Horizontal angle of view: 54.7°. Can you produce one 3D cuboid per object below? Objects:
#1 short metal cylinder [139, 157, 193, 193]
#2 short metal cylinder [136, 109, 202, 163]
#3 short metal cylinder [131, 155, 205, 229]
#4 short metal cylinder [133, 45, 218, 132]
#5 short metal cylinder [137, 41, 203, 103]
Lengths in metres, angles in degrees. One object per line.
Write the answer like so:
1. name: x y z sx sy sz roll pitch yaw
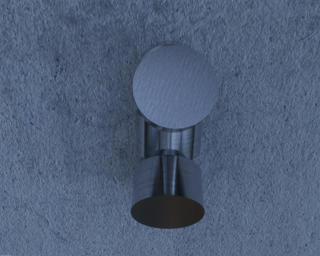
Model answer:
1. short metal cylinder: 0.009 0.063 0.421 0.081 0.050 0.079 0 110 0
2. short metal cylinder: 0.011 0.003 0.383 0.081 0.080 0.050 1 110 -1
3. short metal cylinder: 0.009 0.075 0.355 0.080 0.050 0.080 1 138 1
4. short metal cylinder: 0.014 -0.037 0.315 0.081 0.050 0.080 0 85 -1
5. short metal cylinder: 0.012 -0.063 0.375 0.081 0.050 0.079 0 110 0
